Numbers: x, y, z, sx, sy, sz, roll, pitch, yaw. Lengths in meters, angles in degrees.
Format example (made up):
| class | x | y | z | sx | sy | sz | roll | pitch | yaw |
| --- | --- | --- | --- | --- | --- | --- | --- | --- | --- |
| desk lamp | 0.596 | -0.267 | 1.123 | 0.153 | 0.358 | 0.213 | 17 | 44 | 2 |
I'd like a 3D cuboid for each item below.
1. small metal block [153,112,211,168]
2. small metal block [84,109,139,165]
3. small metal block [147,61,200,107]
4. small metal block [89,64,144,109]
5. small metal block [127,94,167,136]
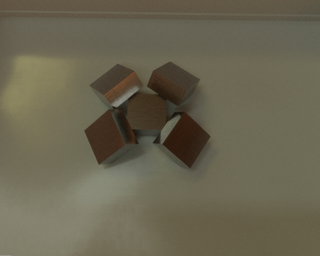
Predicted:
| class | x | y | z | sx | sy | sz | roll | pitch | yaw |
| --- | --- | --- | --- | --- | --- | --- | --- | --- | --- |
| small metal block | 0.028 | 0.015 | 0.390 | 0.050 | 0.025 | 0.050 | 42 | 72 | -22 |
| small metal block | -0.062 | 0.012 | 0.390 | 0.050 | 0.025 | 0.050 | -37 | 70 | 27 |
| small metal block | 0.019 | -0.061 | 0.417 | 0.050 | 0.025 | 0.050 | 33 | 36 | 11 |
| small metal block | -0.059 | -0.057 | 0.414 | 0.050 | 0.025 | 0.050 | -41 | 38 | -13 |
| small metal block | -0.017 | -0.017 | 0.413 | 0.050 | 0.025 | 0.050 | 2 | 70 | 0 |
